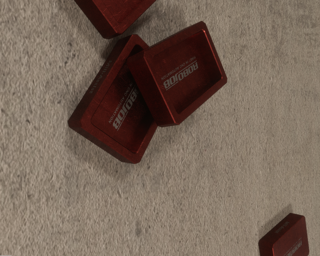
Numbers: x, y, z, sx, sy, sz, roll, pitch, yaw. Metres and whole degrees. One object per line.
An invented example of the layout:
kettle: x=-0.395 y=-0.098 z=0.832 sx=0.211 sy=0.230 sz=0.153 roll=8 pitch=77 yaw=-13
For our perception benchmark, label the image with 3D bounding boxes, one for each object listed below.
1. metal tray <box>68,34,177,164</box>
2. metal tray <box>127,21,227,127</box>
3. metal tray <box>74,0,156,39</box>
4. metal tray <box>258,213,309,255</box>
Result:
metal tray: x=-0.037 y=-0.034 z=0.371 sx=0.090 sy=0.030 sz=0.130 roll=40 pitch=65 yaw=-33
metal tray: x=0.028 y=-0.070 z=0.386 sx=0.131 sy=0.030 sz=0.090 roll=-40 pitch=111 yaw=-40
metal tray: x=-0.045 y=-0.180 z=0.364 sx=0.090 sy=0.030 sz=0.130 roll=52 pitch=60 yaw=-28
metal tray: x=0.249 y=0.238 z=0.615 sx=0.131 sy=0.030 sz=0.089 roll=-19 pitch=102 yaw=-39
